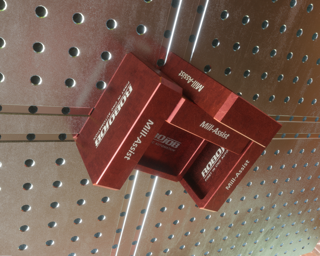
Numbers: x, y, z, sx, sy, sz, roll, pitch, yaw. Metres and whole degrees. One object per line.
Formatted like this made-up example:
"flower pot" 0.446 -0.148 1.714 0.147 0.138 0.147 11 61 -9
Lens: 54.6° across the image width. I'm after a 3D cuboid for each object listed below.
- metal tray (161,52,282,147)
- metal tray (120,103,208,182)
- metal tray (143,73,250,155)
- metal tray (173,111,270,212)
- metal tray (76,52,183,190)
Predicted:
"metal tray" 0.065 -0.035 0.355 0.090 0.130 0.030 24 105 -37
"metal tray" -0.002 0.017 0.416 0.131 0.030 0.090 24 106 -37
"metal tray" 0.043 -0.019 0.379 0.131 0.090 0.030 23 106 -37
"metal tray" 0.081 0.040 0.436 0.030 0.090 0.129 24 105 -37
"metal tray" -0.040 -0.009 0.340 0.030 0.090 0.129 24 105 -37
